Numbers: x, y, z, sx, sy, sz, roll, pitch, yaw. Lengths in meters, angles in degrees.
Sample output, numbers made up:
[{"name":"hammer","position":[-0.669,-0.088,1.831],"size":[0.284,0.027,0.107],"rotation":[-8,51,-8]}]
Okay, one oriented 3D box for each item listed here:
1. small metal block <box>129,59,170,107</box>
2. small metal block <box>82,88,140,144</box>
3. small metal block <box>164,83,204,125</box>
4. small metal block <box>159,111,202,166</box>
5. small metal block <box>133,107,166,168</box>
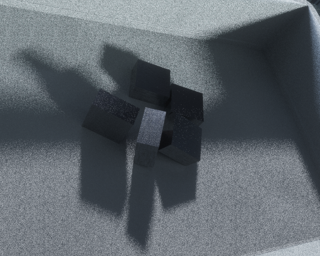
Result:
[{"name":"small metal block","position":[-0.014,-0.063,0.436],"size":[0.050,0.025,0.050],"rotation":[15,56,-20]},{"name":"small metal block","position":[-0.059,-0.012,0.365],"size":[0.050,0.050,0.025],"rotation":[27,53,-12]},{"name":"small metal block","position":[0.034,-0.030,0.442],"size":[0.050,0.025,0.050],"rotation":[16,55,-19]},{"name":"small metal block","position":[0.027,0.015,0.403],"size":[0.050,0.025,0.050],"rotation":[31,50,-30]},{"name":"small metal block","position":[-0.013,0.012,0.372],"size":[0.025,0.050,0.050],"rotation":[13,55,-1]}]
